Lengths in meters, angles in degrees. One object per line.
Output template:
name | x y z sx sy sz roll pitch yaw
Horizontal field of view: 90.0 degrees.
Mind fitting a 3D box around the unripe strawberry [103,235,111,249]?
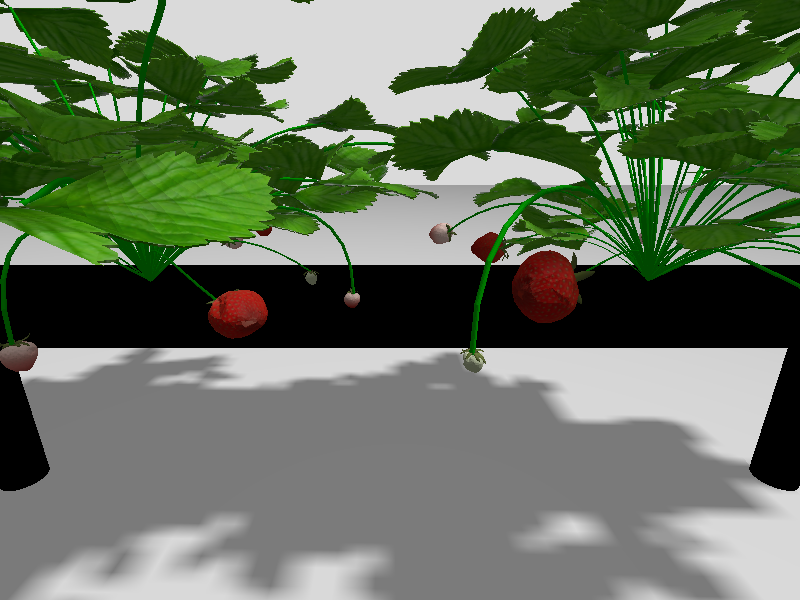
unripe strawberry | -0.361 -0.070 0.469 0.038 0.037 0.035 14 23 39

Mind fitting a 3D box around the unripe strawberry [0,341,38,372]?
unripe strawberry | -0.181 0.027 0.190 0.013 0.014 0.015 -4 18 -13

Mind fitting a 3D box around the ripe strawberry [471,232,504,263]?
ripe strawberry | 0.094 -0.056 0.432 0.035 0.034 0.032 7 19 30

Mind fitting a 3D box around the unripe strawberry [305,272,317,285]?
unripe strawberry | -0.077 -0.019 0.350 0.010 0.012 0.012 -11 17 8

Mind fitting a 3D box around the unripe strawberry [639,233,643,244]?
unripe strawberry | 0.331 -0.084 0.536 0.021 0.022 0.022 10 12 28

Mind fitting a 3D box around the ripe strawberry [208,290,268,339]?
ripe strawberry | -0.092 0.009 0.230 0.029 0.029 0.032 18 25 42

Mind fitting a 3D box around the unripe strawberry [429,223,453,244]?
unripe strawberry | 0.054 -0.089 0.538 0.032 0.027 0.032 -15 11 -40

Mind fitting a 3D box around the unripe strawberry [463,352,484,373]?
unripe strawberry | 0.034 0.029 0.187 0.010 0.010 0.011 -16 24 -41

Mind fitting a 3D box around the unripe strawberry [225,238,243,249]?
unripe strawberry | -0.215 -0.081 0.519 0.026 0.028 0.028 1 17 3

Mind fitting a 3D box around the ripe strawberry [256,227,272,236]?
ripe strawberry | -0.203 -0.108 0.600 0.024 0.028 0.027 2 -31 5

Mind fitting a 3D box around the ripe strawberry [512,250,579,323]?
ripe strawberry | 0.090 -0.008 0.255 0.044 0.046 0.040 -14 23 -36

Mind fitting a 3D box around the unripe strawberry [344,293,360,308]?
unripe strawberry | -0.033 0.000 0.281 0.011 0.011 0.011 7 19 22
